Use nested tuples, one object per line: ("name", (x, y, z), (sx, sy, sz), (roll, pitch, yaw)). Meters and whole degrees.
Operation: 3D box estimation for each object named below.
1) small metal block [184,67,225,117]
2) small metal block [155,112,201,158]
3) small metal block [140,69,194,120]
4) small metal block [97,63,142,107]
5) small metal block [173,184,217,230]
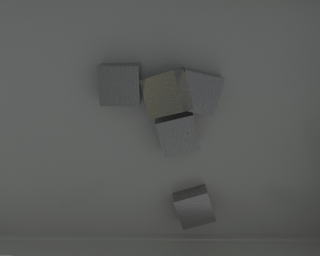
("small metal block", (0.049, -0.046, 0.395), (0.050, 0.025, 0.050), (12, 110, -5))
("small metal block", (0.024, 0.008, 0.415), (0.050, 0.025, 0.050), (-14, 110, 4))
("small metal block", (0.008, -0.040, 0.378), (0.050, 0.025, 0.050), (-12, 93, 34))
("small metal block", (-0.050, -0.055, 0.389), (0.050, 0.025, 0.050), (0, 110, 3))
("small metal block", (0.050, 0.116, 0.455), (0.050, 0.025, 0.050), (-17, 110, 5))
